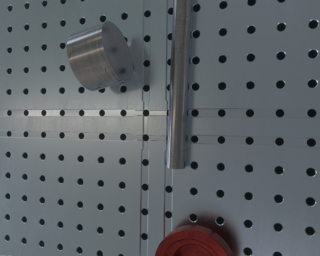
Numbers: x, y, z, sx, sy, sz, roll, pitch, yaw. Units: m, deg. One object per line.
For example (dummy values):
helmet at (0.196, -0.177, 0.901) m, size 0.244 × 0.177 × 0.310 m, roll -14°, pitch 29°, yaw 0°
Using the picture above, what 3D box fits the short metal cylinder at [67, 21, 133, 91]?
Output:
short metal cylinder at (-0.077, -0.094, 0.410) m, size 0.050 × 0.080 × 0.080 m, roll -13°, pitch 86°, yaw 19°

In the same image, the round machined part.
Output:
round machined part at (0.045, 0.170, 0.388) m, size 0.098 × 0.042 × 0.097 m, roll 0°, pitch 90°, yaw 19°

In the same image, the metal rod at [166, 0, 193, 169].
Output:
metal rod at (0.027, -0.097, 0.402) m, size 0.025 × 0.025 × 0.298 m, roll 3°, pitch 91°, yaw 20°
